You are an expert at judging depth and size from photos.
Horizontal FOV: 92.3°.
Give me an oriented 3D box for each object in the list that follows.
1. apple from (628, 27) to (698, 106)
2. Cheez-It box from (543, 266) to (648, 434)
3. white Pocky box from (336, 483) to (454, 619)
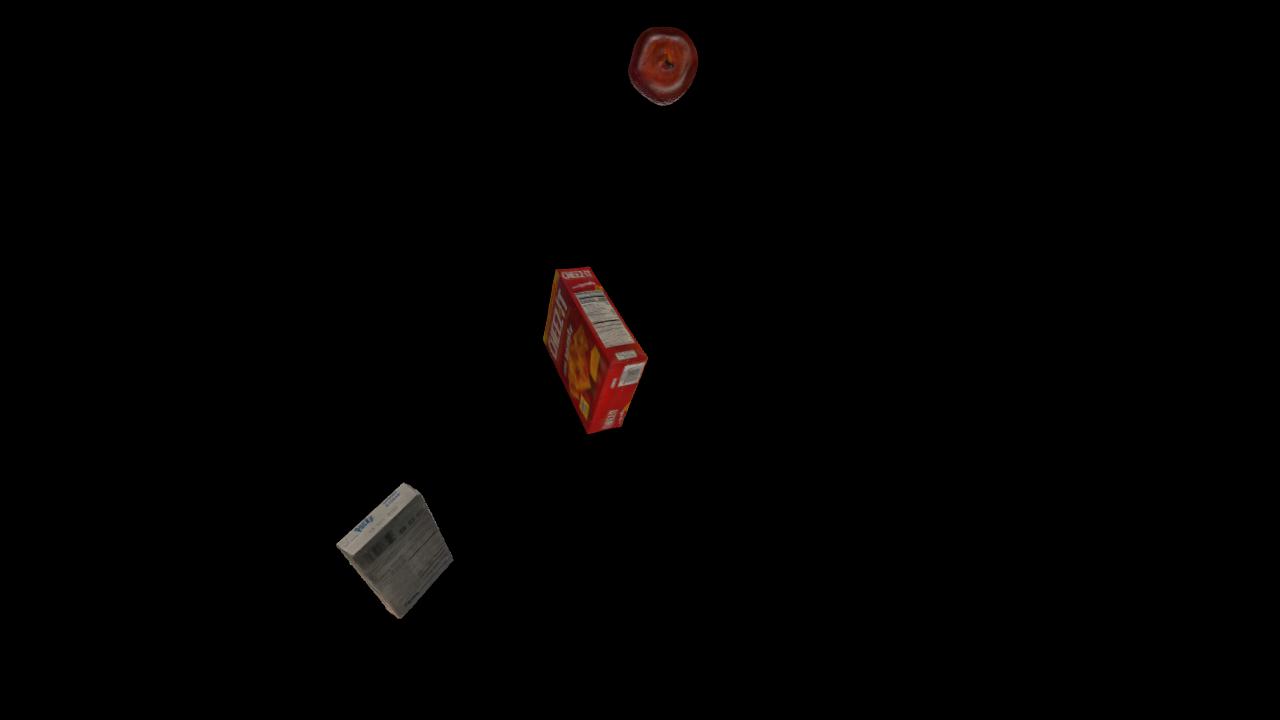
[{"bbox_3d":[0.026,-0.324,0.679,0.079,0.079,0.093,0,23,-5],"label":"apple"},{"bbox_3d":[-0.082,-0.019,0.990,0.071,0.223,0.166,-9,-40,-28],"label":"Cheez-It box"},{"bbox_3d":[-0.246,0.200,0.636,0.028,0.154,0.084,26,53,22],"label":"white Pocky box"}]
